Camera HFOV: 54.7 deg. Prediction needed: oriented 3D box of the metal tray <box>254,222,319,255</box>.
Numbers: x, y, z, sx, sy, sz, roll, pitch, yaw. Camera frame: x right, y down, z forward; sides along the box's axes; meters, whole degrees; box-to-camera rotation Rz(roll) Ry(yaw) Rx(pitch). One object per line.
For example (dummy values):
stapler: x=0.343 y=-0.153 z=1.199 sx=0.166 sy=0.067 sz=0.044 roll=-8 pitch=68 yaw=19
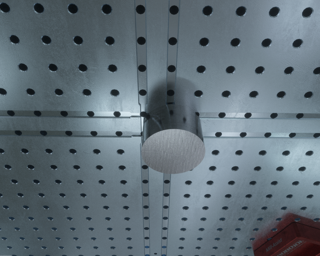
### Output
metal tray: x=0.263 y=0.243 z=0.618 sx=0.091 sy=0.030 sz=0.129 roll=20 pitch=127 yaw=-16

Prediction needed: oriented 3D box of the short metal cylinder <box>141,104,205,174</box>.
short metal cylinder: x=0.017 y=0.015 z=0.408 sx=0.081 sy=0.050 sz=0.079 roll=0 pitch=130 yaw=0
